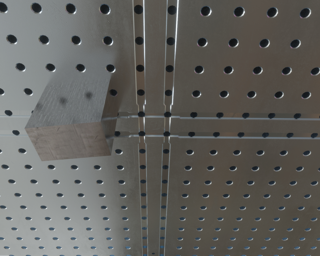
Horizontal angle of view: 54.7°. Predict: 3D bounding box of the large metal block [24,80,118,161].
[{"bbox_3d":[-0.098,-0.010,0.366,0.080,0.080,0.050,-5,130,4],"label":"large metal block"}]
